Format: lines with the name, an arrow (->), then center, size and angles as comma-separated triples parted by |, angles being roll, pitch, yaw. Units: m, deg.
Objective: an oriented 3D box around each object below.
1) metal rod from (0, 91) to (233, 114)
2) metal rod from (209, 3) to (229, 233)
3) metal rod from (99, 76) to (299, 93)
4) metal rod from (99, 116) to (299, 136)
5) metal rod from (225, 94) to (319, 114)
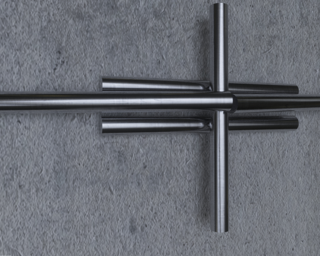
metal rod -> -0.062, -0.030, 0.361 | 0.302, 0.025, 0.025 | -1, 91, -11
metal rod -> 0.079, -0.013, 0.414 | 0.025, 0.025, 0.298 | 0, 90, -20
metal rod -> 0.068, -0.055, 0.436 | 0.303, 0.025, 0.025 | -1, 91, -21
metal rod -> 0.068, -0.005, 0.436 | 0.303, 0.025, 0.025 | -1, 91, -21
metal rod -> 0.220, -0.039, 0.467 | 0.303, 0.025, 0.025 | -4, 92, -30
